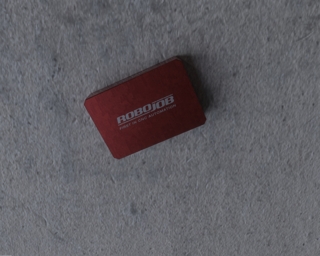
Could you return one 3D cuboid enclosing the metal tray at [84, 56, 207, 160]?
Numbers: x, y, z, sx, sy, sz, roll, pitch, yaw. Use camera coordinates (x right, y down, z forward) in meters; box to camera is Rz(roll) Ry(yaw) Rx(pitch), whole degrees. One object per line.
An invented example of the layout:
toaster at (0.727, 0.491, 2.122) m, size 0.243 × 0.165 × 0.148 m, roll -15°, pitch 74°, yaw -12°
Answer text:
metal tray at (-0.018, -0.025, 0.398) m, size 0.130 × 0.030 × 0.090 m, roll -23°, pitch 109°, yaw 7°
